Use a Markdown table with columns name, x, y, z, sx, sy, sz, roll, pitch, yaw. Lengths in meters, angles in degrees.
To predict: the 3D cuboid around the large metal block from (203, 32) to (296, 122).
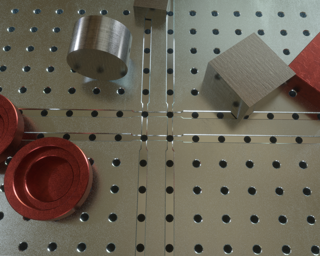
| name | x | y | z | sx | sy | sz | roll | pitch | yaw |
| --- | --- | --- | --- | --- | --- | --- | --- | --- | --- |
| large metal block | 0.119 | -0.069 | 0.424 | 0.080 | 0.050 | 0.080 | -35 | 74 | -12 |

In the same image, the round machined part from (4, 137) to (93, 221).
| name | x | y | z | sx | sy | sz | roll | pitch | yaw |
| --- | --- | --- | --- | --- | --- | --- | --- | --- | --- |
| round machined part | -0.132 | 0.063 | 0.379 | 0.099 | 0.042 | 0.098 | 0 | 70 | 0 |

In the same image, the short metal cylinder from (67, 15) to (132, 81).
| name | x | y | z | sx | sy | sz | roll | pitch | yaw |
| --- | --- | --- | --- | --- | --- | --- | --- | --- | --- |
| short metal cylinder | -0.081 | -0.106 | 0.421 | 0.080 | 0.080 | 0.050 | 5 | 70 | 2 |

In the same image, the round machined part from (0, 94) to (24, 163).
| name | x | y | z | sx | sy | sz | roll | pitch | yaw |
| --- | --- | --- | --- | --- | --- | --- | --- | --- | --- |
| round machined part | -0.225 | 0.005 | 0.399 | 0.099 | 0.042 | 0.098 | 0 | 70 | 0 |

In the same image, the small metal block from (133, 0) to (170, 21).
| name | x | y | z | sx | sy | sz | roll | pitch | yaw |
| --- | --- | --- | --- | --- | --- | --- | --- | --- | --- |
| small metal block | -0.011 | -0.199 | 0.484 | 0.050 | 0.025 | 0.050 | 8 | 70 | 3 |

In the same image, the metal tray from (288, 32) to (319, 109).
| name | x | y | z | sx | sy | sz | roll | pitch | yaw |
| --- | --- | --- | --- | --- | --- | --- | --- | --- | --- |
| metal tray | 0.250 | -0.093 | 0.444 | 0.090 | 0.030 | 0.130 | 42 | 75 | 13 |
